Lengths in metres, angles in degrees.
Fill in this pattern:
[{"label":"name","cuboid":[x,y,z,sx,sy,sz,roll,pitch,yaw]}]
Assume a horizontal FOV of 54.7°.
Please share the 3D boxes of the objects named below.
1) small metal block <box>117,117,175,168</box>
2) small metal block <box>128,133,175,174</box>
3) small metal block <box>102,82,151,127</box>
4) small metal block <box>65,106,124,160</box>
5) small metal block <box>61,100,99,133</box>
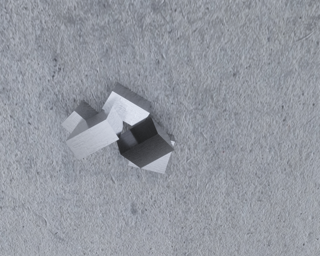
[{"label":"small metal block","cuboid":[-0.017,0.019,0.378,0.050,0.025,0.050,-30,145,10]},{"label":"small metal block","cuboid":[-0.012,0.030,0.422,0.050,0.025,0.050,15,109,-6]},{"label":"small metal block","cuboid":[-0.040,-0.029,0.387,0.050,0.050,0.025,31,107,-11]},{"label":"small metal block","cuboid":[-0.071,0.004,0.345,0.050,0.050,0.025,-28,108,9]},{"label":"small metal block","cuboid":[-0.092,-0.004,0.395,0.025,0.050,0.050,-43,105,14]}]
